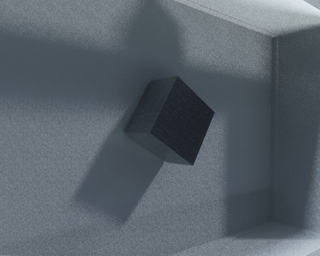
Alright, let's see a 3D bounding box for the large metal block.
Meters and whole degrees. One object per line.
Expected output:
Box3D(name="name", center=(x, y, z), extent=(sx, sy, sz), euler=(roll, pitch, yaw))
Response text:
Box3D(name="large metal block", center=(0.015, -0.008, 0.397), extent=(0.080, 0.050, 0.080), euler=(39, 66, -34))
